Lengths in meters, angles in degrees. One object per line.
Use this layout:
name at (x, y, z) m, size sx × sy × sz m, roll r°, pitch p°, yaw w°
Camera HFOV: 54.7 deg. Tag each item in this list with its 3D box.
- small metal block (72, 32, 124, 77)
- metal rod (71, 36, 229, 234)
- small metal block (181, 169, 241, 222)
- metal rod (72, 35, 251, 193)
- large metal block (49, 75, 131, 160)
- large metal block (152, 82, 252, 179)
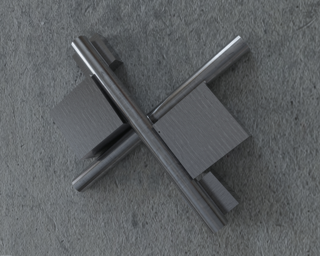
small metal block at (-0.089, -0.098, 0.442) m, size 0.050 × 0.025 × 0.050 m, roll -39°, pitch 78°, yaw 15°
metal rod at (-0.020, -0.001, 0.390) m, size 0.025 × 0.025 × 0.300 m, roll -41°, pitch 77°, yaw 15°
small metal block at (0.064, 0.087, 0.388) m, size 0.050 × 0.025 × 0.050 m, roll -45°, pitch 76°, yaw 14°
metal rod at (-0.008, -0.010, 0.414) m, size 0.299 × 0.025 × 0.025 m, roll -40°, pitch 77°, yaw 15°
large metal block at (-0.090, -0.014, 0.427) m, size 0.080 × 0.050 × 0.080 m, roll -39°, pitch 78°, yaw 16°
large metal block at (0.052, 0.003, 0.378) m, size 0.080 × 0.050 × 0.080 m, roll -41°, pitch 77°, yaw 15°
